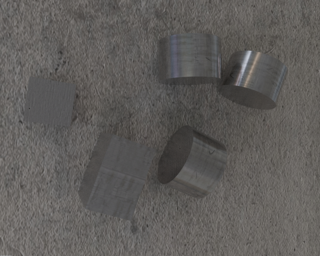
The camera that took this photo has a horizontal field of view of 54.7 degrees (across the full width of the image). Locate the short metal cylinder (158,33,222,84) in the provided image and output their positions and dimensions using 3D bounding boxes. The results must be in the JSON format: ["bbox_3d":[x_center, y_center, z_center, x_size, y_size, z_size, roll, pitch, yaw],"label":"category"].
[{"bbox_3d":[0.038,-0.084,0.394,0.081,0.080,0.050,-2,91,-20],"label":"short metal cylinder"}]

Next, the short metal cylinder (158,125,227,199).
[{"bbox_3d":[0.039,0.043,0.395,0.050,0.080,0.080,27,81,-18],"label":"short metal cylinder"}]

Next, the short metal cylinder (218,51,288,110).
[{"bbox_3d":[0.127,-0.064,0.427,0.080,0.080,0.050,24,82,-19],"label":"short metal cylinder"}]

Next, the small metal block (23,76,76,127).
[{"bbox_3d":[-0.128,-0.029,0.362,0.050,0.025,0.050,8,87,-20],"label":"small metal block"}]

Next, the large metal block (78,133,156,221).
[{"bbox_3d":[-0.053,0.052,0.360,0.050,0.080,0.080,22,83,-19],"label":"large metal block"}]
